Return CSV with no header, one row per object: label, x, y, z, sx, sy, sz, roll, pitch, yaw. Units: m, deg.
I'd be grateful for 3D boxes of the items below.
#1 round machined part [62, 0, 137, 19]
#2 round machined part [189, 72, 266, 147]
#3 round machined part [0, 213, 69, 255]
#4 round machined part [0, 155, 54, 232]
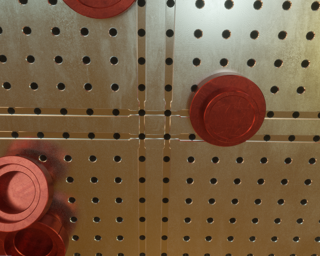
round machined part,-0.066,-0.172,0.340,0.099,0.042,0.097,0,110,-1
round machined part,0.088,-0.020,0.398,0.099,0.042,0.097,0,110,-1
round machined part,-0.185,0.165,0.463,0.099,0.042,0.097,0,110,-1
round machined part,-0.193,0.086,0.420,0.099,0.042,0.097,0,84,-1
